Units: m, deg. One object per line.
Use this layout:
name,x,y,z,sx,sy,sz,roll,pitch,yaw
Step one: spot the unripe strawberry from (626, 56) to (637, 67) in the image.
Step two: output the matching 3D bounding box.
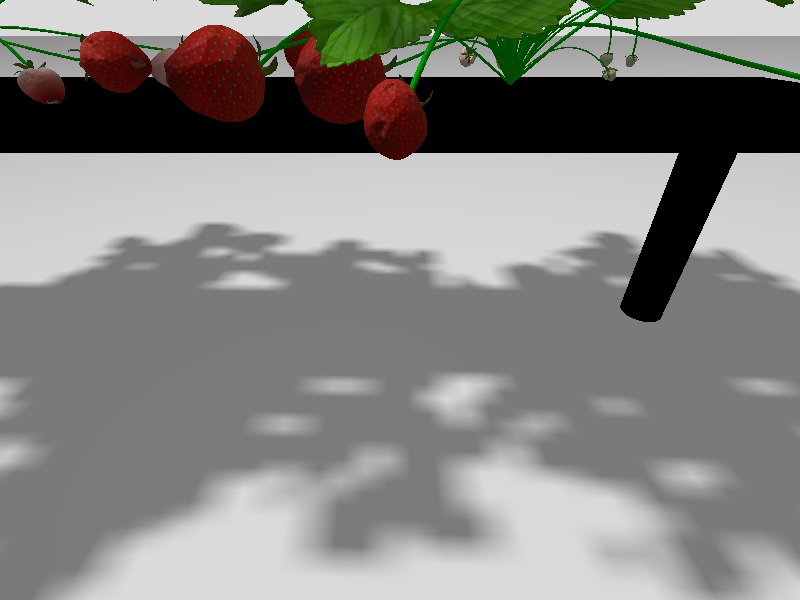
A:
unripe strawberry,0.217,-0.224,0.376,0.010,0.010,0.009,-21,40,-27

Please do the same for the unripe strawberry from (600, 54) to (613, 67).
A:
unripe strawberry,0.195,-0.227,0.380,0.010,0.011,0.011,-25,42,-32

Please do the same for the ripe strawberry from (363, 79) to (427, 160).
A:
ripe strawberry,-0.003,-0.057,0.129,0.021,0.023,0.024,13,-37,18

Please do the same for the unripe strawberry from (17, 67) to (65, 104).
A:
unripe strawberry,-0.202,-0.120,0.227,0.018,0.019,0.021,-20,17,42

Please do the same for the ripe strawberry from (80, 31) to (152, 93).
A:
ripe strawberry,-0.179,-0.151,0.256,0.035,0.035,0.038,10,36,13

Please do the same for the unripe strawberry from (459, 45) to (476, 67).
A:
unripe strawberry,0.071,-0.255,0.420,0.017,0.020,0.019,-3,15,-5

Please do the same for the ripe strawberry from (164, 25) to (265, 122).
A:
ripe strawberry,-0.086,-0.103,0.186,0.041,0.040,0.038,-25,42,-31

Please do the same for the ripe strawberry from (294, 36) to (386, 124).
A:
ripe strawberry,-0.029,-0.102,0.183,0.039,0.041,0.042,25,42,31

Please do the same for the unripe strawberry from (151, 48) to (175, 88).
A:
unripe strawberry,-0.162,-0.161,0.281,0.026,0.026,0.025,-4,35,-5

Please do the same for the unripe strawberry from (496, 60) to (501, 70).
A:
unripe strawberry,0.102,-0.239,0.403,0.011,0.011,0.011,5,35,7

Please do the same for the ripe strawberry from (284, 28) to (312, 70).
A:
ripe strawberry,-0.071,-0.193,0.316,0.042,0.041,0.039,4,35,6
